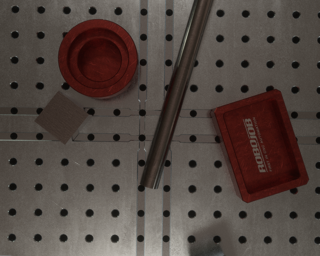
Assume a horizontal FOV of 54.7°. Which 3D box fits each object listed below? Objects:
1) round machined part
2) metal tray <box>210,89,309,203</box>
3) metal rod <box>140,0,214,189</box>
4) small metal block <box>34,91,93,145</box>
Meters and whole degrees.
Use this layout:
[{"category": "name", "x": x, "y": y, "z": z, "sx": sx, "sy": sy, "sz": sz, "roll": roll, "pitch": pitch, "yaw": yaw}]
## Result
[{"category": "round machined part", "x": -0.077, "y": -0.087, "z": 0.404, "sx": 0.099, "sy": 0.042, "sz": 0.097, "roll": 0, "pitch": 90, "yaw": -1}, {"category": "metal tray", "x": 0.131, "y": 0.023, "z": 0.412, "sx": 0.090, "sy": 0.030, "sz": 0.129, "roll": -18, "pitch": 90, "yaw": -1}, {"category": "metal rod", "x": 0.027, "y": -0.066, "z": 0.413, "sx": 0.025, "sy": 0.025, "sz": 0.298, "roll": 17, "pitch": 90, "yaw": -1}, {"category": "small metal block", "x": -0.127, "y": -0.013, "z": 0.412, "sx": 0.050, "sy": 0.025, "sz": 0.050, "roll": 38, "pitch": 90, "yaw": -1}]
